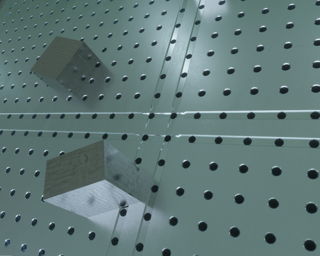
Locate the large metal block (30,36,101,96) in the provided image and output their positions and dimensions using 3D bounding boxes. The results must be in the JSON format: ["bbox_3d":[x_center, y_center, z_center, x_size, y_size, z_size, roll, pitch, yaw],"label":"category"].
[{"bbox_3d":[-0.167,-0.111,0.550,0.080,0.050,0.080,20,73,35],"label":"large metal block"}]

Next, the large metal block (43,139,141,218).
[{"bbox_3d":[-0.079,0.065,0.376,0.080,0.080,0.050,-20,54,16],"label":"large metal block"}]
